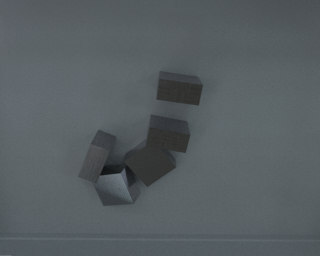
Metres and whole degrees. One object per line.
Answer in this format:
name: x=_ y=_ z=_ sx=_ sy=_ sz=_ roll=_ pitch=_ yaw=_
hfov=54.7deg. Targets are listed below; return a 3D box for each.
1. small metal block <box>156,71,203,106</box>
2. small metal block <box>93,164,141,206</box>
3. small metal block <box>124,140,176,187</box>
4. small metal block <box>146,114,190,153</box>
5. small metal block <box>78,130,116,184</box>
small metal block: x=0.022 y=-0.050 z=0.380 sx=0.050 sy=0.050 sz=0.025 roll=8 pitch=110 yaw=-3
small metal block: x=-0.062 y=0.079 z=0.432 sx=0.050 sy=0.025 sz=0.050 roll=-10 pitch=112 yaw=25
small metal block: x=-0.013 y=0.045 z=0.428 sx=0.050 sy=0.025 sz=0.050 roll=-36 pitch=106 yaw=12
small metal block: x=0.010 y=0.006 z=0.400 sx=0.050 sy=0.050 sz=0.025 roll=11 pitch=110 yaw=-4
small metal block: x=-0.083 y=0.037 z=0.411 sx=0.025 sy=0.050 sz=0.050 roll=22 pitch=108 yaw=-8
